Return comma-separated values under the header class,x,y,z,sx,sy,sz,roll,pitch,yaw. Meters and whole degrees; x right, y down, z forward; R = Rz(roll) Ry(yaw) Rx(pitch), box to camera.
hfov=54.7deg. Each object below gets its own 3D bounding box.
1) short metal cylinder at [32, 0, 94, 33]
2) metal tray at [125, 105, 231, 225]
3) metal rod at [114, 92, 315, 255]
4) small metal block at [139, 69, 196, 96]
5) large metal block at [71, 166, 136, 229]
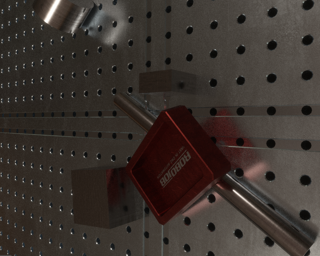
class,x,y,z,sx,sy,sz,roll,pitch,yaw
short metal cylinder,-0.155,-0.199,0.498,0.050,0.081,0.080,-47,63,30
metal tray,0.013,0.047,0.364,0.090,0.030,0.129,54,138,19
metal rod,0.041,0.038,0.374,0.300,0.025,0.025,39,114,32
small metal block,0.010,-0.054,0.383,0.050,0.050,0.025,2,91,39
large metal block,-0.085,0.100,0.461,0.080,0.050,0.080,-7,85,39
